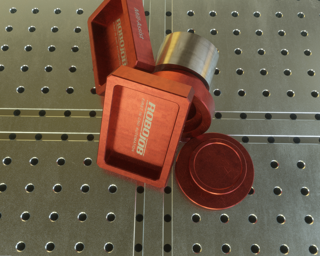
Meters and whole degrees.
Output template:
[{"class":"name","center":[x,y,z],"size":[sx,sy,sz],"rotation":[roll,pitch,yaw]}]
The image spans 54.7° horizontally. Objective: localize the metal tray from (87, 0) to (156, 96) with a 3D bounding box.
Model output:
[{"class":"metal tray","center":[-0.057,-0.116,0.420],"size":[0.030,0.090,0.129],"rotation":[9,63,-43]}]

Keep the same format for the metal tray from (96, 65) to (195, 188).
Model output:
[{"class":"metal tray","center":[-0.021,0.002,0.359],"size":[0.090,0.129,0.030],"rotation":[18,34,6]}]

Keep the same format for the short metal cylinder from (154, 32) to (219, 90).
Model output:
[{"class":"short metal cylinder","center":[0.033,-0.081,0.412],"size":[0.080,0.080,0.050],"rotation":[17,69,6]}]

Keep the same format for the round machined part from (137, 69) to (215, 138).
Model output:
[{"class":"round machined part","center":[0.021,-0.034,0.388],"size":[0.098,0.097,0.042],"rotation":[20,55,6]}]

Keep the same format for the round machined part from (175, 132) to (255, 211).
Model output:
[{"class":"round machined part","center":[0.069,0.051,0.385],"size":[0.099,0.042,0.098],"rotation":[0,70,0]}]
